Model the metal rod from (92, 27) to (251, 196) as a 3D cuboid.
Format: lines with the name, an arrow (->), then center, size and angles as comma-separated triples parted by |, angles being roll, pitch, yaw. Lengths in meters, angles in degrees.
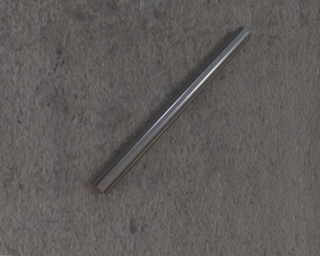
metal rod -> 0.024, -0.032, 0.418 | 0.025, 0.025, 0.301 | 47, 75, -15
